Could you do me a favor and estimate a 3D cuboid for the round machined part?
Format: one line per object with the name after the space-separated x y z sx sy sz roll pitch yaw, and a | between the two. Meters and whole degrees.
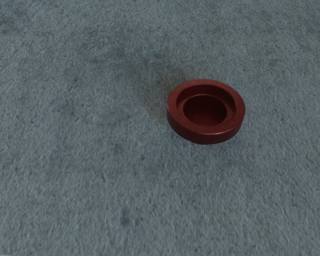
0.058 -0.017 0.407 0.099 0.042 0.098 0 50 0 | round machined part
